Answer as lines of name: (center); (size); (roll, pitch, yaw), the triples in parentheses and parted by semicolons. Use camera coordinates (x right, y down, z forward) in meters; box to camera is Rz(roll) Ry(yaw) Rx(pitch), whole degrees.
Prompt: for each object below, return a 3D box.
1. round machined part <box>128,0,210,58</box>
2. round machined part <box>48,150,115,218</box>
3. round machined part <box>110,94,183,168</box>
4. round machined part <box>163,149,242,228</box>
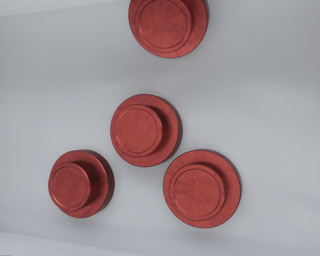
round machined part: (0.008, -0.130, 0.374); (0.098, 0.042, 0.097); (8, 125, 11)
round machined part: (-0.118, 0.080, 0.442); (0.098, 0.042, 0.097); (0, 90, 19)
round machined part: (-0.023, 0.004, 0.409); (0.098, 0.042, 0.097); (0, 90, 19)
round machined part: (0.050, 0.076, 0.383); (0.098, 0.042, 0.097); (0, 90, 19)
